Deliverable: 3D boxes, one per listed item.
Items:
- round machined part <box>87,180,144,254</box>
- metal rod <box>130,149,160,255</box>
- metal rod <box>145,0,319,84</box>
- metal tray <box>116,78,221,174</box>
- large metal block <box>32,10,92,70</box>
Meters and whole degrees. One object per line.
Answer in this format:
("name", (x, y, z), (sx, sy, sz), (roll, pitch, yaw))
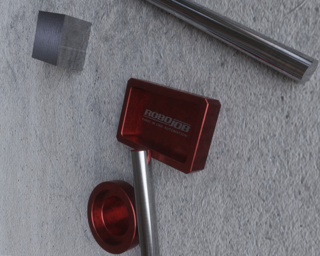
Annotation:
("round machined part", (-0.055, 0.122, 0.437), (0.098, 0.042, 0.097), (0, 90, 39))
("metal rod", (-0.011, 0.175, 0.391), (0.025, 0.025, 0.298), (-2, 95, 39))
("metal rod", (0.043, -0.135, 0.368), (0.300, 0.025, 0.025), (40, 114, 32))
("metal tray", (0.005, -0.007, 0.395), (0.130, 0.030, 0.089), (21, 103, 37))
("large metal block", (-0.167, -0.148, 0.524), (0.080, 0.050, 0.079), (22, 104, 37))
